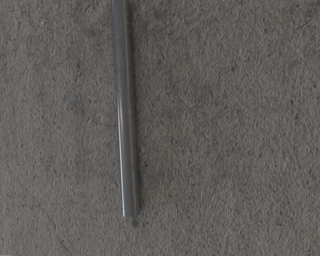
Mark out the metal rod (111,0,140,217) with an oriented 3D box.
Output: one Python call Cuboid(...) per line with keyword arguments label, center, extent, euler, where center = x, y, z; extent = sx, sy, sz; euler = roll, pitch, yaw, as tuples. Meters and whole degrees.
Cuboid(label="metal rod", center=(-0.048, -0.031, 0.425), extent=(0.025, 0.025, 0.298), euler=(-4, 89, 20))
